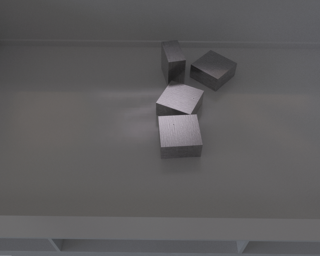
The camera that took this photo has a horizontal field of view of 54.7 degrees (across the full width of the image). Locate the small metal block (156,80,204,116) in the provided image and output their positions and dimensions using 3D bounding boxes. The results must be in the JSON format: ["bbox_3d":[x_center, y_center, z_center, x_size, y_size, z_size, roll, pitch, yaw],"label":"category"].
[{"bbox_3d":[0.028,-0.035,0.435,0.050,0.025,0.050,20,53,16],"label":"small metal block"}]

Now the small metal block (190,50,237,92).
[{"bbox_3d":[0.083,-0.090,0.481,0.050,0.025,0.050,35,58,26],"label":"small metal block"}]

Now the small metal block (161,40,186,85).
[{"bbox_3d":[0.019,-0.097,0.470,0.025,0.050,0.050,-9,51,-7],"label":"small metal block"}]

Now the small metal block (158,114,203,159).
[{"bbox_3d":[0.025,0.011,0.396,0.050,0.025,0.050,-3,50,-3],"label":"small metal block"}]
